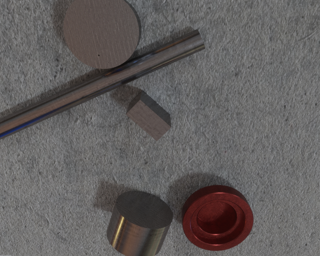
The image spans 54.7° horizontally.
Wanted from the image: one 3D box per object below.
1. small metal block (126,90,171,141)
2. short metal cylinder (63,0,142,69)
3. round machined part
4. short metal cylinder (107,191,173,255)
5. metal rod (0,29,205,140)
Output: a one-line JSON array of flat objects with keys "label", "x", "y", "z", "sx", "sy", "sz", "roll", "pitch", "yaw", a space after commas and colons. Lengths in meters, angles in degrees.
[{"label": "small metal block", "x": -0.013, "y": -0.017, "z": 0.390, "sx": 0.050, "sy": 0.050, "sz": 0.025, "roll": 41, "pitch": 105, "yaw": -14}, {"label": "short metal cylinder", "x": -0.063, "y": -0.112, "z": 0.355, "sx": 0.081, "sy": 0.050, "sz": 0.079, "roll": 0, "pitch": 110, "yaw": 0}, {"label": "round machined part", "x": 0.080, "y": 0.124, "z": 0.447, "sx": 0.099, "sy": 0.042, "sz": 0.097, "roll": 0, "pitch": 110, "yaw": 0}, {"label": "short metal cylinder", "x": -0.028, "y": 0.131, "z": 0.429, "sx": 0.080, "sy": 0.080, "sz": 0.050, "roll": 17, "pitch": 109, "yaw": -6}, {"label": "metal rod", "x": -0.088, "y": -0.049, "z": 0.390, "sx": 0.301, "sy": 0.025, "sz": 0.025, "roll": -23, "pitch": 109, "yaw": 8}]
